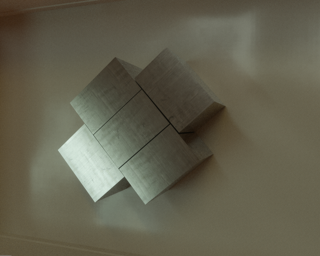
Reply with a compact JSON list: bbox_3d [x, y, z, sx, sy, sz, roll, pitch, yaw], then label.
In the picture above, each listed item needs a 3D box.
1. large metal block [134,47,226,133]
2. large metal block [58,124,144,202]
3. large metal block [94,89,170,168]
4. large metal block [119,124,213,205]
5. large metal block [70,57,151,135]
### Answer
[{"bbox_3d":[0.027,-0.042,0.370,0.050,0.080,0.080,-42,77,15],"label":"large metal block"},{"bbox_3d":[-0.070,0.041,0.404,0.050,0.080,0.080,-42,77,15],"label":"large metal block"},{"bbox_3d":[-0.020,0.001,0.387,0.080,0.080,0.050,-42,77,15],"label":"large metal block"},{"bbox_3d":[0.011,0.040,0.376,0.080,0.080,0.050,-42,77,15],"label":"large metal block"},{"bbox_3d":[-0.051,-0.037,0.397,0.080,0.080,0.050,-42,77,15],"label":"large metal block"}]
